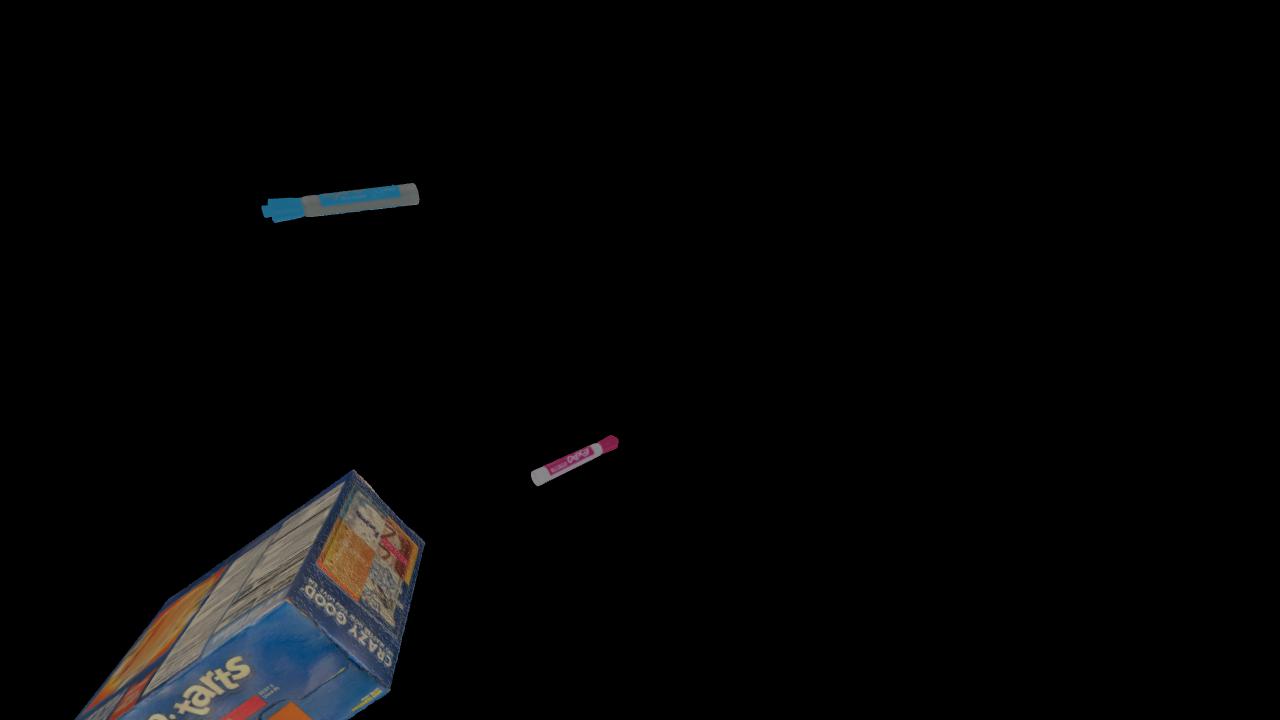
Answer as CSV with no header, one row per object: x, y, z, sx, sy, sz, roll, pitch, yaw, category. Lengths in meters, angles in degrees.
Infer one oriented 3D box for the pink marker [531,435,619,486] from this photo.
-0.074,0.118,0.736,0.121,0.020,0.020,-21,13,-37,pink marker

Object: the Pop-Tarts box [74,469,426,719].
-0.233,0.174,0.381,0.167,0.083,0.141,-36,20,1,Pop-Tarts box

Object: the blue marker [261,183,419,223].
-0.249,-0.133,0.517,0.121,0.020,0.020,-17,9,-31,blue marker
